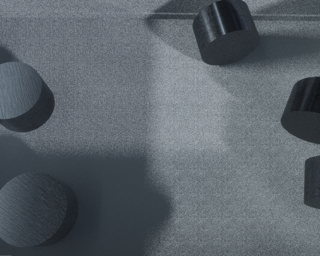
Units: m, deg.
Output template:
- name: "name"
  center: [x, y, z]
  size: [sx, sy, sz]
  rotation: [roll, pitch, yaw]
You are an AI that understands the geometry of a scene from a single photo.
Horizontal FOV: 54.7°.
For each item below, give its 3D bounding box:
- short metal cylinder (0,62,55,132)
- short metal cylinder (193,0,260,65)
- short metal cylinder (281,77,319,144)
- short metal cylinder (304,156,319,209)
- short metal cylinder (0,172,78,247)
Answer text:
- name: "short metal cylinder"
  center: [-0.188, -0.040, 0.409]
  size: [0.081, 0.050, 0.080]
  rotation: [0, 70, 0]
- name: "short metal cylinder"
  center: [0.090, -0.130, 0.428]
  size: [0.081, 0.080, 0.050]
  rotation: [-11, 71, -4]
- name: "short metal cylinder"
  center: [0.201, -0.020, 0.389]
  size: [0.080, 0.080, 0.050]
  rotation: [24, 72, 8]
- name: "short metal cylinder"
  center: [0.211, 0.066, 0.357]
  size: [0.080, 0.080, 0.050]
  rotation: [10, 71, 3]
- name: "short metal cylinder"
  center: [-0.142, 0.096, 0.360]
  size: [0.081, 0.050, 0.080]
  rotation: [0, 70, 0]
